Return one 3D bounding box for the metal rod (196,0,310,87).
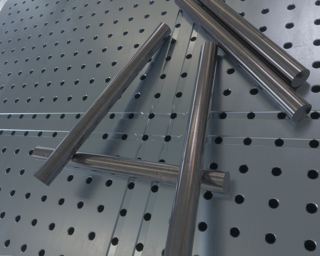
[{"bbox_3d":[0.103,-0.158,0.451,0.025,0.025,0.300,-35,51,5],"label":"metal rod"}]

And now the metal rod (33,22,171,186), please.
[{"bbox_3d":[-0.074,-0.046,0.456,0.025,0.025,0.300,21,67,36],"label":"metal rod"}]

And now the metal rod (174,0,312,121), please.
[{"bbox_3d":[0.095,-0.117,0.430,0.025,0.025,0.300,-35,51,5],"label":"metal rod"}]

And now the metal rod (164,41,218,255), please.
[{"bbox_3d":[0.042,0.006,0.357,0.025,0.025,0.300,-6,51,25],"label":"metal rod"}]

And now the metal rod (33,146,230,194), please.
[{"bbox_3d":[-0.058,0.050,0.409,0.300,0.025,0.025,4,64,30],"label":"metal rod"}]
